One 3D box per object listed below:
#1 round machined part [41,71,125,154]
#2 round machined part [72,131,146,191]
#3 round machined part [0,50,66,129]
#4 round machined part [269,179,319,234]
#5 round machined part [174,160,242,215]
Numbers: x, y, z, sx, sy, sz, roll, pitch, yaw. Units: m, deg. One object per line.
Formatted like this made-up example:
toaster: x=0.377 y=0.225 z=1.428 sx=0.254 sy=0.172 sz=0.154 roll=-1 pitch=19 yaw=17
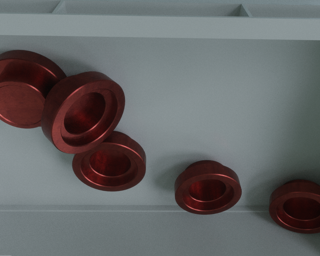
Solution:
round machined part: x=-0.091 y=-0.022 z=0.356 sx=0.099 sy=0.042 sz=0.097 roll=-37 pitch=148 yaw=-27
round machined part: x=-0.068 y=0.042 z=0.433 sx=0.099 sy=0.042 sz=0.097 roll=-1 pitch=130 yaw=0
round machined part: x=-0.158 y=-0.038 z=0.364 sx=0.099 sy=0.042 sz=0.097 roll=-1 pitch=130 yaw=0
round machined part: x=0.226 y=0.120 z=0.492 sx=0.098 sy=0.042 sz=0.097 roll=11 pitch=130 yaw=14
round machined part: x=0.071 y=0.087 z=0.473 sx=0.099 sy=0.042 sz=0.097 roll=-1 pitch=130 yaw=0
